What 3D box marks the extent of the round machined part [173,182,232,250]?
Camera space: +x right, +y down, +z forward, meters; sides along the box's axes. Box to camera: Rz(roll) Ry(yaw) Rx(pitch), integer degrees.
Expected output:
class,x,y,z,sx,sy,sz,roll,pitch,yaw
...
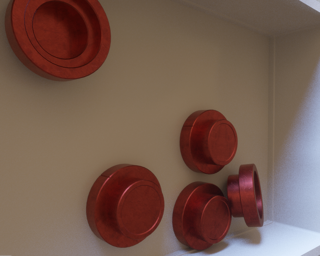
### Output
class,x,y,z,sx,sy,sz,roll,pitch,yaw
round machined part,0.068,0.130,0.456,0.099,0.042,0.097,0,90,-40

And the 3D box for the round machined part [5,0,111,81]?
class,x,y,z,sx,sy,sz,roll,pitch,yaw
round machined part,-0.102,-0.095,0.311,0.099,0.042,0.097,0,90,-40

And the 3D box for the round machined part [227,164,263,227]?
class,x,y,z,sx,sy,sz,roll,pitch,yaw
round machined part,0.136,0.107,0.495,0.098,0.042,0.097,-9,90,-68

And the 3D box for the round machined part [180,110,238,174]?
class,x,y,z,sx,sy,sz,roll,pitch,yaw
round machined part,0.079,0.021,0.465,0.099,0.042,0.097,0,90,-40

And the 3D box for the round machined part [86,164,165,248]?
class,x,y,z,sx,sy,sz,roll,pitch,yaw
round machined part,-0.033,0.093,0.370,0.099,0.042,0.097,0,90,-40
